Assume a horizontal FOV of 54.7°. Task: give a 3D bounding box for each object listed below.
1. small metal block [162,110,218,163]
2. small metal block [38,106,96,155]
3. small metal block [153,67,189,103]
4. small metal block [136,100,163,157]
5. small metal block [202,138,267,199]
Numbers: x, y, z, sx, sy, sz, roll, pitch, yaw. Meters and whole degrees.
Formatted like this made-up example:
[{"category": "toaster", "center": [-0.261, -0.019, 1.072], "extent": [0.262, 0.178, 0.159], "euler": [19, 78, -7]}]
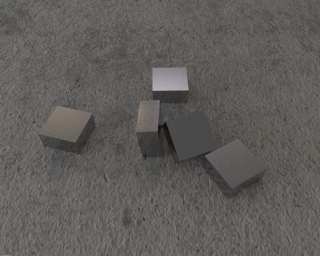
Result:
[{"category": "small metal block", "center": [0.036, 0.011, 0.380], "extent": [0.050, 0.025, 0.050], "euler": [-17, 80, -14]}, {"category": "small metal block", "center": [-0.119, 0.002, 0.401], "extent": [0.050, 0.025, 0.050], "euler": [12, 51, 10]}, {"category": "small metal block", "center": [0.014, -0.063, 0.456], "extent": [0.050, 0.025, 0.050], "euler": [-1, 50, -1]}, {"category": "small metal block", "center": [-0.011, 0.001, 0.384], "extent": [0.025, 0.050, 0.050], "euler": [-2, 50, 7]}, {"category": "small metal block", "center": [0.086, 0.047, 0.364], "extent": [0.050, 0.025, 0.050], "euler": [-24, 54, -19]}]
